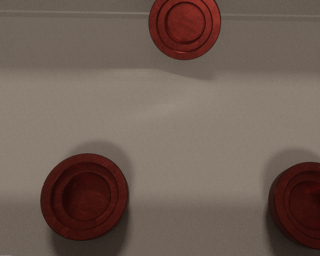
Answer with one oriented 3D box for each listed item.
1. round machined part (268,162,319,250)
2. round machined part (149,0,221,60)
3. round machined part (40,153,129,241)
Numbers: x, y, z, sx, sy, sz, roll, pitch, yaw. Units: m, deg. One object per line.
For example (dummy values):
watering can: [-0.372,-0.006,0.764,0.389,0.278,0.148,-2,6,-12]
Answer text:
round machined part: [0.178,0.093,0.369,0.099,0.042,0.098,0,70,-1]
round machined part: [0.036,-0.149,0.437,0.099,0.097,0.042,14,27,4]
round machined part: [-0.086,0.083,0.369,0.099,0.042,0.098,0,70,-1]
